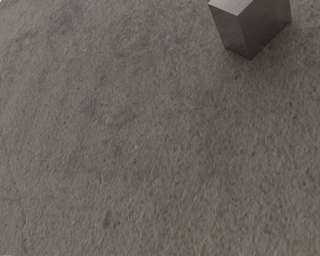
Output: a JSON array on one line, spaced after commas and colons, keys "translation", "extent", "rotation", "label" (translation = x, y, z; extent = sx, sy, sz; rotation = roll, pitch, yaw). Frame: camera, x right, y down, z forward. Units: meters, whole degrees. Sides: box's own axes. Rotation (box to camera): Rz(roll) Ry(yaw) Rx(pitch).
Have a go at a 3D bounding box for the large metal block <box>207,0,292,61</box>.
[{"translation": [0.118, -0.149, 0.398], "extent": [0.080, 0.080, 0.050], "rotation": [-45, 51, -3], "label": "large metal block"}]
